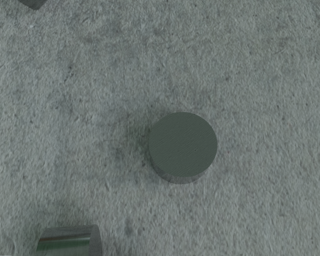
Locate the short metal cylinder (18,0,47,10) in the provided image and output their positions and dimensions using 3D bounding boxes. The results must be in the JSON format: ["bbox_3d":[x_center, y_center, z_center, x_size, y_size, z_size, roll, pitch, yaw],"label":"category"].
[{"bbox_3d":[-0.195,-0.225,0.459,0.080,0.080,0.050,30,73,10],"label":"short metal cylinder"}]

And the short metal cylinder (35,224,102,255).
[{"bbox_3d":[-0.092,0.145,0.325,0.050,0.080,0.080,-4,70,-2],"label":"short metal cylinder"}]

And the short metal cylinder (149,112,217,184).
[{"bbox_3d":[0.027,0.026,0.386,0.081,0.050,0.080,0,70,0],"label":"short metal cylinder"}]
